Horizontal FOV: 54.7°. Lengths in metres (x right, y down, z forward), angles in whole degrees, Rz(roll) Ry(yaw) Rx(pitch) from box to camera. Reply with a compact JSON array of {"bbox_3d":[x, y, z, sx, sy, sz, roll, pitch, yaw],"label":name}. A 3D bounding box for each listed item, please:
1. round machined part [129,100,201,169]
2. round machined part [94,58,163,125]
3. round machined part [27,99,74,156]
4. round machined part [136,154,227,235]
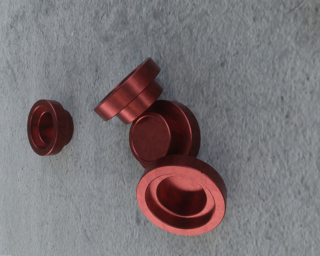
[{"bbox_3d":[-0.001,0.013,0.393,0.098,0.042,0.097,0,90,39],"label":"round machined part"},{"bbox_3d":[-0.035,-0.042,0.397,0.098,0.098,0.042,-34,106,34],"label":"round machined part"},{"bbox_3d":[-0.190,-0.001,0.548,0.098,0.042,0.097,0,90,39],"label":"round machined part"},{"bbox_3d":[0.026,0.071,0.351,0.098,0.042,0.097,7,119,13],"label":"round machined part"}]
